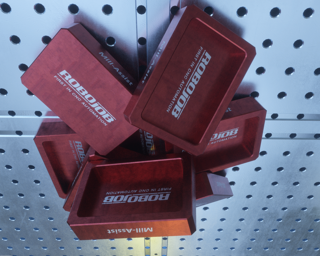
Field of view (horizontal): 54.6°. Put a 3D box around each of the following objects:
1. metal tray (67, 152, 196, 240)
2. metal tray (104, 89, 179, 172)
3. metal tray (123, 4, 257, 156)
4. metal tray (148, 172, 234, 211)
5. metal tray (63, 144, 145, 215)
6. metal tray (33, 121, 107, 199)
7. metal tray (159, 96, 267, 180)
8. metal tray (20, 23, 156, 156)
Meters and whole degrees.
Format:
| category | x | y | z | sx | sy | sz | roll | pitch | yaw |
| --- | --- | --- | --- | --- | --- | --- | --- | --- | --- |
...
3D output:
| category | x | y | z | sx | sy | sz | roll | pitch | yaw |
| --- | --- | --- | --- | --- | --- | --- | --- | --- | --- |
| metal tray | -0.027 | 0.074 | 0.347 | 0.130 | 0.090 | 0.030 | -6 | 130 | 11 |
| metal tray | -0.019 | 0.009 | 0.415 | 0.090 | 0.030 | 0.129 | -5 | 128 | 1 |
| metal tray | 0.031 | -0.047 | 0.325 | 0.090 | 0.030 | 0.130 | 27 | 92 | -21 |
| metal tray | 0.046 | 0.096 | 0.446 | 0.090 | 0.030 | 0.130 | -23 | 160 | 19 |
| metal tray | -0.073 | 0.081 | 0.436 | 0.090 | 0.030 | 0.129 | 21 | 127 | -17 |
| metal tray | -0.115 | 0.049 | 0.449 | 0.090 | 0.030 | 0.129 | -4 | 129 | 2 |
| metal tray | 0.066 | 0.017 | 0.399 | 0.131 | 0.030 | 0.090 | -15 | 131 | -10 |
| metal tray | -0.079 | -0.039 | 0.352 | 0.090 | 0.030 | 0.130 | -38 | 106 | 27 |
